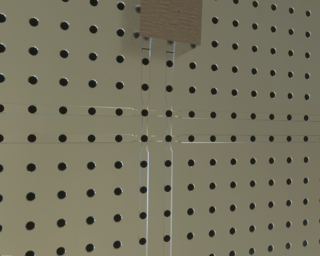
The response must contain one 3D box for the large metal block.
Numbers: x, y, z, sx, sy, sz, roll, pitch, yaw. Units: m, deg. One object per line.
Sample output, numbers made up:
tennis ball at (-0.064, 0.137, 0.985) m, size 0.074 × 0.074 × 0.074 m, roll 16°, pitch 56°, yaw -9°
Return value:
large metal block at (0.007, -0.146, 0.401) m, size 0.081 × 0.050 × 0.080 m, roll 3°, pitch 89°, yaw -20°
